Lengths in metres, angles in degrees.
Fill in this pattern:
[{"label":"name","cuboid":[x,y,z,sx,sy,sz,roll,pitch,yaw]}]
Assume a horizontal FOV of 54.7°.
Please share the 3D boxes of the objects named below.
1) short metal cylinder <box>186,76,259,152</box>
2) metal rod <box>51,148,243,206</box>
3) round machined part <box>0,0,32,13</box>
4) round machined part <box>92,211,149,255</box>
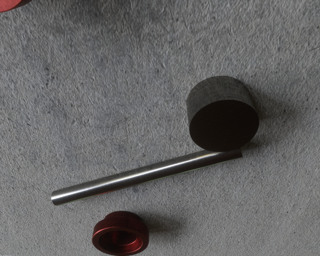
[{"label":"short metal cylinder","cuboid":[0.074,-0.016,0.378,0.081,0.050,0.079,0,130,0]},{"label":"metal rod","cuboid":[-0.028,0.072,0.467,0.301,0.025,0.025,-17,128,13]},{"label":"round machined part","cuboid":[-0.138,-0.150,0.256,0.098,0.042,0.097,7,123,10]},{"label":"round machined part","cuboid":[-0.068,0.185,0.553,0.099,0.042,0.097,-1,130,0]}]
